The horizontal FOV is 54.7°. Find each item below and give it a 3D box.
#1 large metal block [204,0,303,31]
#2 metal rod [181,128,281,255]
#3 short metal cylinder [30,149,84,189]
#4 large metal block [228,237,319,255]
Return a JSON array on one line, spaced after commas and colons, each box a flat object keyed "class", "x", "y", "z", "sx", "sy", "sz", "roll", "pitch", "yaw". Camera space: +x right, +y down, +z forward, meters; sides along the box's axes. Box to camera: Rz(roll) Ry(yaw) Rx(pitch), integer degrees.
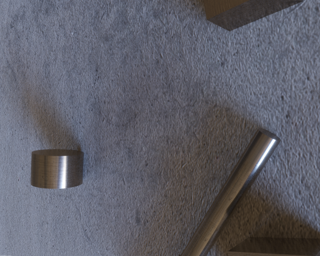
[{"class": "large metal block", "x": 0.089, "y": -0.157, "z": 0.315, "sx": 0.080, "sy": 0.050, "sz": 0.080, "roll": -13, "pitch": 82, "yaw": 39}, {"class": "metal rod", "x": 0.049, "y": 0.133, "z": 0.362, "sx": 0.025, "sy": 0.025, "sz": 0.298, "roll": 39, "pitch": 113, "yaw": 33}, {"class": "short metal cylinder", "x": -0.166, "y": 0.064, "z": 0.503, "sx": 0.080, "sy": 0.081, "sz": 0.050, "roll": 5, "pitch": 94, "yaw": 39}, {"class": "large metal block", "x": 0.118, "y": 0.151, "z": 0.290, "sx": 0.080, "sy": 0.050, "sz": 0.080, "roll": -15, "pitch": 81, "yaw": 38}]
